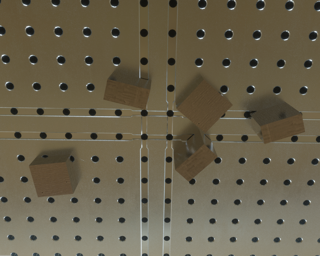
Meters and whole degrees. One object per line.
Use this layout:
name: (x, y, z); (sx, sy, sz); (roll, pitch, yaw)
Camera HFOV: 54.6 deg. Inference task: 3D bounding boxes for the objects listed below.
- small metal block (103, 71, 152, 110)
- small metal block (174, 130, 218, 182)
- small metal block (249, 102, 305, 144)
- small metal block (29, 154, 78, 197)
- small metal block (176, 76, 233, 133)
small metal block: (-0.039, -0.047, 0.382); (0.050, 0.050, 0.025); (13, 110, -5)
small metal block: (0.046, 0.036, 0.414); (0.025, 0.050, 0.050); (43, 105, -14)
small metal block: (0.149, -0.007, 0.398); (0.050, 0.050, 0.025); (-17, 109, 6)
small metal block: (-0.149, 0.067, 0.437); (0.050, 0.025, 0.050); (-6, 110, 2)
small metal block: (0.056, -0.031, 0.402); (0.050, 0.025, 0.050); (39, 105, -13)
